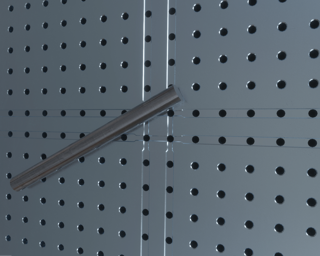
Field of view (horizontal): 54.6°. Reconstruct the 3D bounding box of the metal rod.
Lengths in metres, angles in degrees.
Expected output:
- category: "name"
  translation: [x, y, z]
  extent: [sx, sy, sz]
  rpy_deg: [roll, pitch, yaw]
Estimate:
- category: "metal rod"
  translation: [-0.102, 0.022, 0.449]
  extent: [0.300, 0.025, 0.025]
  rpy_deg: [-28, 81, 17]
